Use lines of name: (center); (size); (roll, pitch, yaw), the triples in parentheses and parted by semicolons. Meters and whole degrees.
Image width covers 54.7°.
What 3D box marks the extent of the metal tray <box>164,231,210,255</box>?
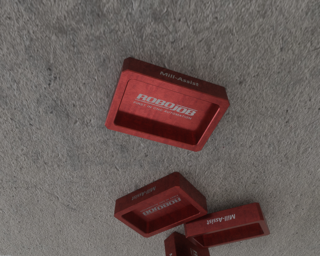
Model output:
metal tray: (0.057, 0.262, 0.560); (0.090, 0.130, 0.030); (30, 116, -23)

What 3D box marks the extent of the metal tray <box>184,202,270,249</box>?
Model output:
metal tray: (0.117, 0.173, 0.539); (0.130, 0.030, 0.090); (-18, 141, 15)

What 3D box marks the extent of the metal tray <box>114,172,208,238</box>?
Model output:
metal tray: (0.001, 0.131, 0.515); (0.130, 0.030, 0.090); (-29, 125, 22)

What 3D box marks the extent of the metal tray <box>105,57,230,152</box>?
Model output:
metal tray: (0.007, -0.024, 0.382); (0.131, 0.030, 0.089); (15, 129, -13)
